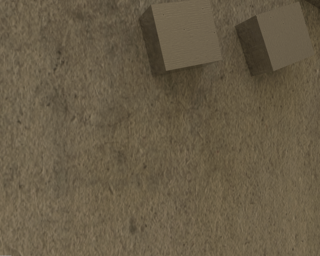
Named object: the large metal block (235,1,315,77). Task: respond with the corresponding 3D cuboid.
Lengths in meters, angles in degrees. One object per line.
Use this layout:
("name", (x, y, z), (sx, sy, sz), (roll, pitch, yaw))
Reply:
("large metal block", (0.170, -0.131, 0.460), (0.081, 0.050, 0.080), (-23, 98, -19))

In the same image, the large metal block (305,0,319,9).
("large metal block", (0.275, -0.245, 0.499), (0.081, 0.050, 0.080), (19, 84, -20))

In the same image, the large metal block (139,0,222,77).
("large metal block", (0.026, -0.117, 0.406), (0.081, 0.050, 0.080), (-15, 95, -20))
